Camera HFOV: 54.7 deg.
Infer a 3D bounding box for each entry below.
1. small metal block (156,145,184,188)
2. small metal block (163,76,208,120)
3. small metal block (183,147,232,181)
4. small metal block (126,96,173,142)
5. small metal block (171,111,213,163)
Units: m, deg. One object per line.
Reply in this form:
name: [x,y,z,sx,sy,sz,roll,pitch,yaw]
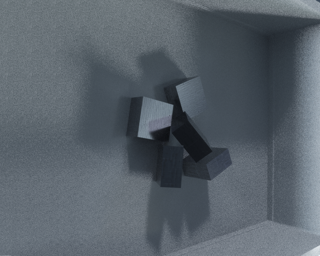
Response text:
small metal block: [0.011,0.048,0.398,0.025,0.050,0.050,5,87,-8]
small metal block: [0.038,-0.042,0.440,0.050,0.025,0.050,-28,108,-37]
small metal block: [0.067,0.050,0.449,0.050,0.050,0.025,-28,108,-37]
small metal block: [-0.013,-0.010,0.398,0.050,0.025,0.050,12,82,-39]
small metal block: [0.039,0.010,0.402,0.025,0.050,0.050,-37,103,10]
